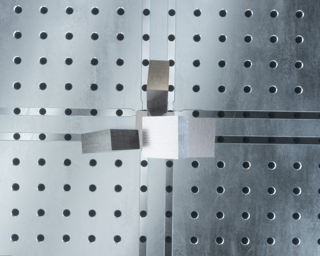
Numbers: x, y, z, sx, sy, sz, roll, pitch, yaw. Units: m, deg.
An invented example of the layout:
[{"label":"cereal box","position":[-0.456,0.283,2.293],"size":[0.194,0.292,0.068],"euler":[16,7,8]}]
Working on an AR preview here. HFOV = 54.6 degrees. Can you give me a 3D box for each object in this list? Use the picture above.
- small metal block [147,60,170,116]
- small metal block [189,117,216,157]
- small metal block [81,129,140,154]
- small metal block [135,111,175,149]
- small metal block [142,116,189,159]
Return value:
[{"label":"small metal block","position":[-0.002,-0.049,0.391],"size":[0.025,0.050,0.050],"euler":[3,54,1]},{"label":"small metal block","position":[0.044,0.012,0.403],"size":[0.050,0.025,0.050],"euler":[3,90,-31]},{"label":"small metal block","position":[-0.062,0.017,0.390],"size":[0.050,0.050,0.025],"euler":[-9,84,35]},{"label":"small metal block","position":[-0.007,0.003,0.414],"size":[0.050,0.025,0.050],"euler":[2,90,0]},{"label":"small metal block","position":[0.006,0.011,0.377],"size":[0.050,0.025,0.050],"euler":[0,90,33]}]
